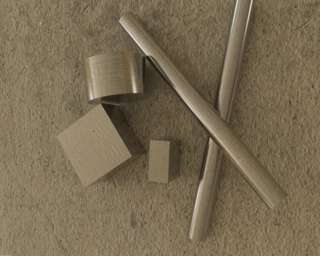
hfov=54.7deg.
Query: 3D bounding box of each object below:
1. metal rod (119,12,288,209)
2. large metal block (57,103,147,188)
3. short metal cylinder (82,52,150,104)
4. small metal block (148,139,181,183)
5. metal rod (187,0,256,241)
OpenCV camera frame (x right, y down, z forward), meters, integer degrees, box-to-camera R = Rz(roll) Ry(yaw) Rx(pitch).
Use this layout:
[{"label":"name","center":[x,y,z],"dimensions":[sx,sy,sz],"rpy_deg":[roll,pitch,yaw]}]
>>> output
[{"label":"metal rod","center":[0.039,-0.036,0.373],"dimensions":[0.025,0.025,0.300],"rpy_deg":[-42,69,15]},{"label":"large metal block","center":[-0.078,0.023,0.422],"dimensions":[0.080,0.050,0.080],"rpy_deg":[-35,79,16]},{"label":"short metal cylinder","center":[-0.056,-0.061,0.398],"dimensions":[0.080,0.080,0.050],"rpy_deg":[-9,87,19]},{"label":"small metal block","center":[0.007,0.040,0.392],"dimensions":[0.025,0.050,0.050],"rpy_deg":[3,91,20]},{"label":"metal rod","center":[0.075,-0.008,0.382],"dimensions":[0.025,0.025,0.298],"rpy_deg":[12,94,19]}]
